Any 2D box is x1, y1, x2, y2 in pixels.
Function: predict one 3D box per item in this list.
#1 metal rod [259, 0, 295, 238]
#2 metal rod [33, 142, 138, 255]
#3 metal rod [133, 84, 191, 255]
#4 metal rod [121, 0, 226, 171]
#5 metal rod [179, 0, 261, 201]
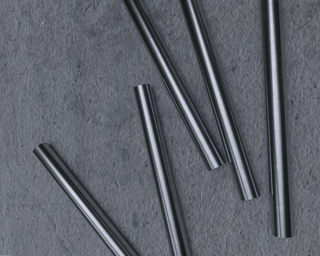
[{"bbox_3d":[0.135,-0.026,0.361,0.025,0.025,0.298,-3,89,20],"label":"metal rod"},{"bbox_3d":[-0.083,0.137,0.438,0.025,0.025,0.300,-47,76,14],"label":"metal rod"},{"bbox_3d":[0.010,0.089,0.405,0.025,0.025,0.298,-15,85,19],"label":"metal rod"},{"bbox_3d":[0.006,-0.084,0.406,0.025,0.025,0.299,-29,81,18],"label":"metal rod"},{"bbox_3d":[0.067,-0.060,0.385,0.025,0.025,0.299,-18,84,19],"label":"metal rod"}]
